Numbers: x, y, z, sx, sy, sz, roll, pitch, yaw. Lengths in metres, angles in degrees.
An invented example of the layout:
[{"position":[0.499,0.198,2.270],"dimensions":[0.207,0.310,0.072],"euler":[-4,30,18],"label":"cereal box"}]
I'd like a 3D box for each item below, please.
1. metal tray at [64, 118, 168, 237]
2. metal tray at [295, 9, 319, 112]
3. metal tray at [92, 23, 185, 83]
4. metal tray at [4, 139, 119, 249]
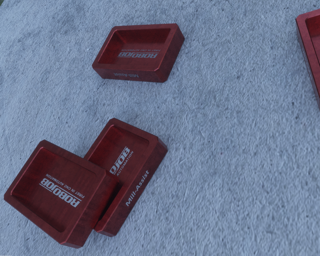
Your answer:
[{"position":[-0.061,0.058,0.396],"dimensions":[0.090,0.030,0.130],"euler":[23,74,36],"label":"metal tray"},{"position":[0.211,-0.084,0.341],"dimensions":[0.090,0.030,0.130],"euler":[-12,56,21],"label":"metal tray"},{"position":[-0.036,-0.120,0.493],"dimensions":[0.130,0.030,0.090],"euler":[9,66,32],"label":"metal tray"},{"position":[-0.123,0.075,0.380],"dimensions":[0.130,0.030,0.090],"euler":[18,71,35],"label":"metal tray"}]
